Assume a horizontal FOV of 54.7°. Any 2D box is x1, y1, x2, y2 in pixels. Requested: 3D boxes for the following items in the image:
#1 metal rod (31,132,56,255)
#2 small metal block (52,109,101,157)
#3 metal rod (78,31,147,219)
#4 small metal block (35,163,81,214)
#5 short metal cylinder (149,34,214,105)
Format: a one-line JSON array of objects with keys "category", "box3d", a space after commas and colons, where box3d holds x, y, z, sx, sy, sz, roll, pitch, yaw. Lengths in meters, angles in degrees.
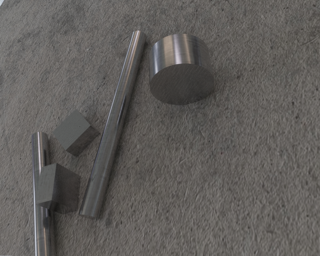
[{"category": "metal rod", "box3d": [-0.152, 0.127, 0.405, 0.025, 0.025, 0.299, -28, 52, 11]}, {"category": "small metal block", "box3d": [-0.126, 0.007, 0.466, 0.050, 0.025, 0.050, -46, 51, -4]}, {"category": "metal rod", "box3d": [-0.061, -0.021, 0.449, 0.025, 0.025, 0.300, -3, 60, 27]}, {"category": "small metal block", "box3d": [-0.132, 0.081, 0.408, 0.025, 0.050, 0.050, -17, 55, 19]}, {"category": "short metal cylinder", "box3d": [0.026, -0.073, 0.400, 0.080, 0.080, 0.050, -16, 56, 19]}]
